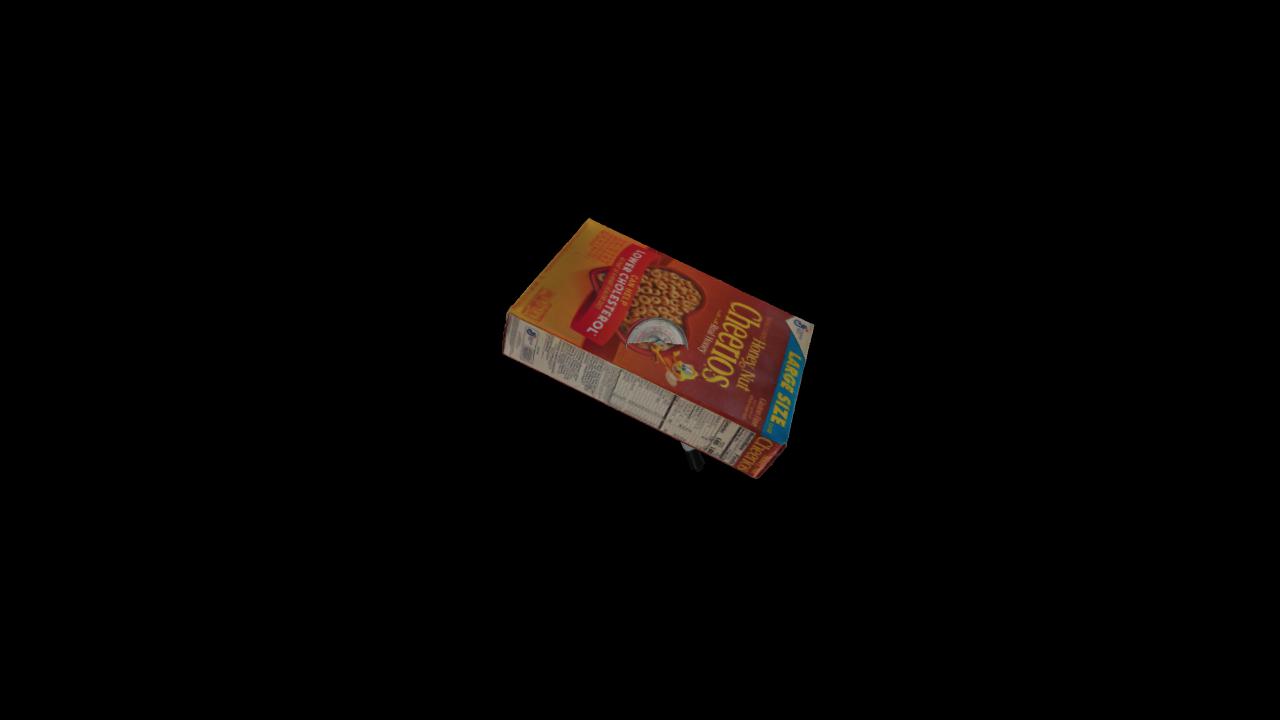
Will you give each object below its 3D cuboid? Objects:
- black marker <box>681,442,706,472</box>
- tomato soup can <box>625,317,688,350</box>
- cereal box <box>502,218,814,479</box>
[{"bbox_3d":[0.046,0.071,0.691,0.020,0.121,0.020,-21,10,4],"label":"black marker"},{"bbox_3d":[0.002,-0.015,0.663,0.068,0.068,0.101,0,6,-18],"label":"tomato soup can"},{"bbox_3d":[0.031,-0.024,0.685,0.306,0.081,0.203,26,45,4],"label":"cereal box"}]
